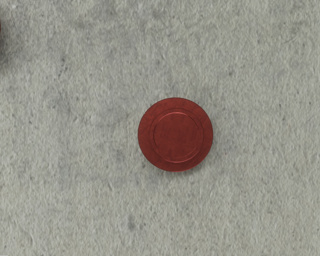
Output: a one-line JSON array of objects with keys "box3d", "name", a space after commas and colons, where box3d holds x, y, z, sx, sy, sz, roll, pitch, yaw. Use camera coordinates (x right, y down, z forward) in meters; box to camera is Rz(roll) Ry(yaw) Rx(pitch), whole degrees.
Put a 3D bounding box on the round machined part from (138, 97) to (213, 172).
[{"box3d": [0.020, 0.009, 0.402, 0.099, 0.042, 0.097, 0, 90, -1], "name": "round machined part"}]
